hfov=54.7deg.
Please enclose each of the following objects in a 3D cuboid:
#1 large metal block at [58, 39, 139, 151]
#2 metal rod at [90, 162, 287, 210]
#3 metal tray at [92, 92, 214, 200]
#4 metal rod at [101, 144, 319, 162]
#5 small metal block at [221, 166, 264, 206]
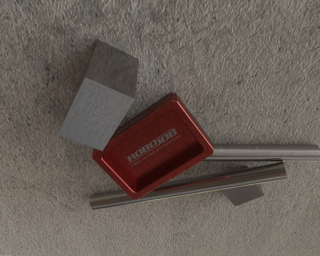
[{"bbox_3d":[-0.065,-0.036,0.340,0.050,0.080,0.080,23,126,-19],"label":"large metal block"},{"bbox_3d":[0.033,0.091,0.472,0.301,0.025,0.025,-12,129,15],"label":"metal rod"},{"bbox_3d":[-0.009,0.026,0.400,0.130,0.030,0.090,-33,111,14],"label":"metal tray"},{"bbox_3d":[0.071,0.035,0.437,0.302,0.025,0.025,0,130,-1],"label":"metal rod"},{"bbox_3d":[0.128,0.093,0.488,0.050,0.025,0.050,-28,125,21],"label":"small metal block"}]
